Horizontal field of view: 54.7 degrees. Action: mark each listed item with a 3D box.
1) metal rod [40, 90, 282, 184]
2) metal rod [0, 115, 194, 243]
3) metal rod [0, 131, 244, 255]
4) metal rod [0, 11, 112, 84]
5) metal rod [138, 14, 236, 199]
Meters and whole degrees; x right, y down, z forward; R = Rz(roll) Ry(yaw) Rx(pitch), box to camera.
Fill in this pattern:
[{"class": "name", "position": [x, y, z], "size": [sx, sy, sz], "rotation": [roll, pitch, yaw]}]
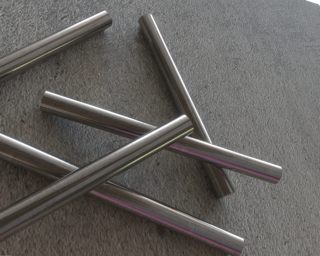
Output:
[{"class": "metal rod", "position": [0.010, 0.015, 0.377], "size": [0.302, 0.025, 0.025], "rotation": [18, 54, -10]}, {"class": "metal rod", "position": [-0.087, 0.058, 0.292], "size": [0.302, 0.025, 0.025], "rotation": [-28, 77, -28]}, {"class": "metal rod", "position": [-0.041, 0.075, 0.335], "size": [0.301, 0.025, 0.025], "rotation": [26, 53, -12]}, {"class": "metal rod", "position": [-0.164, -0.079, 0.363], "size": [0.025, 0.025, 0.302], "rotation": [44, 51, 2]}, {"class": "metal rod", "position": [0.031, -0.044, 0.446], "size": [0.025, 0.025, 0.299], "rotation": [-10, 67, -32]}]
